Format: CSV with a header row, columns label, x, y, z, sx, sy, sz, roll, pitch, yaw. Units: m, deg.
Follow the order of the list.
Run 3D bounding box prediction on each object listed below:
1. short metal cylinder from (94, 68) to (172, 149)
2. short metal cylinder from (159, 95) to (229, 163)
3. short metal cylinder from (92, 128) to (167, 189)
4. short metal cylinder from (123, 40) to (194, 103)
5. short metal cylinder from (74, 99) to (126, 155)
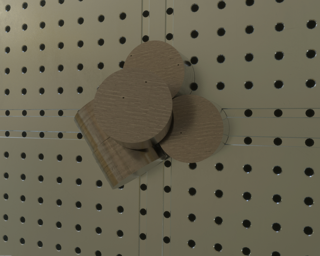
label,x,y,z,sx,sy,sz,roll,pitch,yaw
short metal cylinder,-0.027,-0.019,0.339,0.081,0.050,0.080,0,78,2
short metal cylinder,0.042,0.001,0.383,0.080,0.050,0.079,0,90,19
short metal cylinder,-0.038,0.036,0.395,0.080,0.080,0.050,-35,79,16
short metal cylinder,-0.001,-0.066,0.398,0.080,0.050,0.079,0,90,19
short metal cylinder,-0.063,-0.007,0.405,0.080,0.080,0.050,-35,79,16
